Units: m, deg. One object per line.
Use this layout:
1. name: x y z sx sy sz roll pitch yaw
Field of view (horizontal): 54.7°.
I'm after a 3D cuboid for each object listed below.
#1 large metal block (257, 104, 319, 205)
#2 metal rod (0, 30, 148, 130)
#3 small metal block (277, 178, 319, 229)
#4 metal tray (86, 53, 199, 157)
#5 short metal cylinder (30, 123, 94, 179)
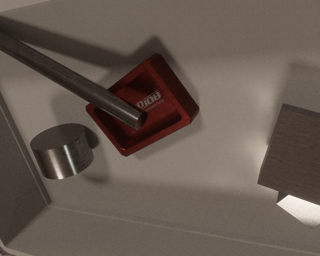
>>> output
1. large metal block: 0.153 0.027 0.313 0.080 0.050 0.079 18 107 17
2. metal rod: -0.146 -0.079 0.409 0.301 0.025 0.025 30 128 18
3. small metal block: 0.177 0.085 0.367 0.050 0.025 0.050 36 129 3
4. metal tray: -0.026 -0.024 0.402 0.130 0.030 0.090 -29 103 37
5. short metal cylinder: -0.147 0.033 0.469 0.080 0.080 0.050 3 120 26
